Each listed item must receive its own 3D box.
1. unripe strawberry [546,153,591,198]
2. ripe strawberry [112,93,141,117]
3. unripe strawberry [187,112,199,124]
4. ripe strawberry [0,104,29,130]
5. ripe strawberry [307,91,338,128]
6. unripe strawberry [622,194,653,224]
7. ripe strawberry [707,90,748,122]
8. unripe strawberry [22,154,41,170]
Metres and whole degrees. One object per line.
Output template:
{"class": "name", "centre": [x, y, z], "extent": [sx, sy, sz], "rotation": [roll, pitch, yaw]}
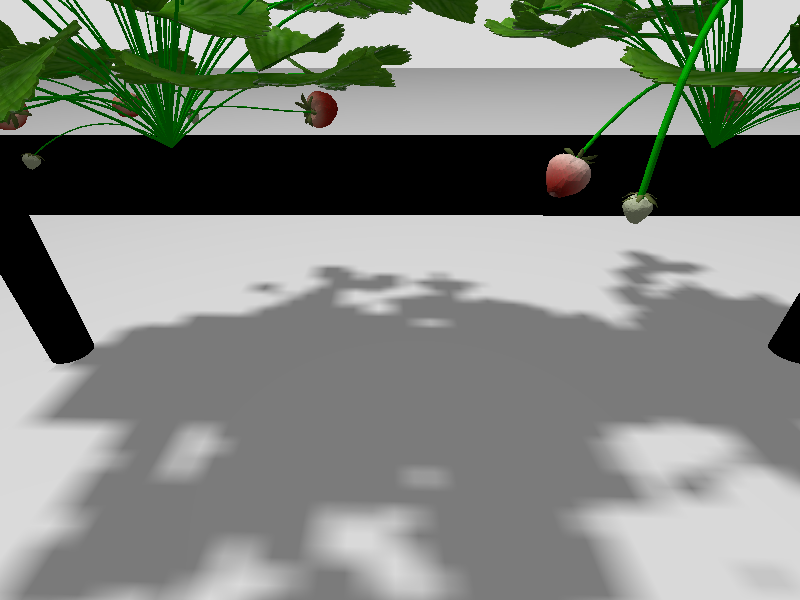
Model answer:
{"class": "unripe strawberry", "centre": [0.088, -0.065, 0.213], "extent": [0.023, 0.023, 0.020], "rotation": [34, -3, 42]}
{"class": "ripe strawberry", "centre": [-0.325, -0.232, 0.478], "extent": [0.031, 0.026, 0.031], "rotation": [-22, 14, -31]}
{"class": "unripe strawberry", "centre": [-0.231, -0.203, 0.447], "extent": [0.013, 0.013, 0.014], "rotation": [-9, -39, -14]}
{"class": "ripe strawberry", "centre": [-0.397, -0.188, 0.397], "extent": [0.037, 0.037, 0.041], "rotation": [12, 33, 19]}
{"class": "ripe strawberry", "centre": [-0.079, -0.196, 0.411], "extent": [0.033, 0.035, 0.031], "rotation": [-25, 40, -36]}
{"class": "unripe strawberry", "centre": [0.093, -0.035, 0.158], "extent": [0.010, 0.011, 0.011], "rotation": [24, 39, 33]}
{"class": "ripe strawberry", "centre": [0.359, -0.213, 0.440], "extent": [0.037, 0.033, 0.034], "rotation": [21, 37, 30]}
{"class": "unripe strawberry", "centre": [-0.254, -0.095, 0.276], "extent": [0.011, 0.010, 0.010], "rotation": [27, 9, 37]}
